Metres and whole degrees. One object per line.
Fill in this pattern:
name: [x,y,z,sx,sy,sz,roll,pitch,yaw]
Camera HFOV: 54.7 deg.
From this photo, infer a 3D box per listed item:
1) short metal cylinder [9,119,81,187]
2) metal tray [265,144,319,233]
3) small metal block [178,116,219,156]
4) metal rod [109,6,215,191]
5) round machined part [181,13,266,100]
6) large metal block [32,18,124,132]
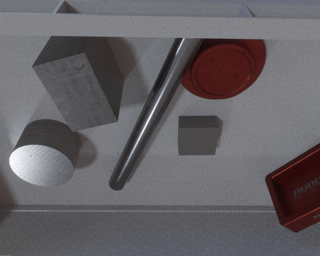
short metal cylinder: [-0.153,0.034,0.420,0.081,0.050,0.079,0,130,0]
metal tray: [0.220,0.077,0.435,0.030,0.090,0.130,33,122,-25]
small metal block: [0.050,0.011,0.419,0.050,0.025,0.050,-1,130,0]
metal rod: [-0.015,-0.008,0.379,0.025,0.025,0.298,16,135,-14]
round machined part: [0.066,-0.070,0.339,0.099,0.042,0.097,-1,130,0]
large metal block: [-0.078,-0.056,0.324,0.050,0.080,0.080,-12,129,10]
